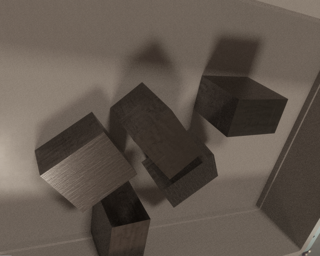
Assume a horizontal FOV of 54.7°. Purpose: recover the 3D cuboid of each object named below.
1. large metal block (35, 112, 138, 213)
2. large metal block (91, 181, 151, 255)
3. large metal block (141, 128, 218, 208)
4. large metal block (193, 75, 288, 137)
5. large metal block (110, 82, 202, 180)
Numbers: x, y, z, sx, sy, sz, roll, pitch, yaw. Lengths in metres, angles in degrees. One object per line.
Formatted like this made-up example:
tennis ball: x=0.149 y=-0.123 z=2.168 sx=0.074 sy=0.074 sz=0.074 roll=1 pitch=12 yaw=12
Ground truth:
large metal block: x=-0.087 y=0.042 z=0.372 sx=0.080 sy=0.050 sz=0.080 roll=-35 pitch=129 yaw=-5
large metal block: x=-0.057 y=0.131 z=0.424 sx=0.050 sy=0.080 sz=0.079 roll=-4 pitch=121 yaw=-27
large metal block: x=0.031 y=0.058 z=0.432 sx=0.080 sy=0.050 sz=0.080 roll=-35 pitch=149 yaw=-6
large metal block: x=0.104 y=-0.032 z=0.413 sx=0.081 sy=0.080 sz=0.050 roll=-3 pitch=120 yaw=-27
large metal block: x=-0.005 y=0.002 z=0.373 sx=0.050 sy=0.080 sz=0.080 roll=-40 pitch=129 yaw=-2
